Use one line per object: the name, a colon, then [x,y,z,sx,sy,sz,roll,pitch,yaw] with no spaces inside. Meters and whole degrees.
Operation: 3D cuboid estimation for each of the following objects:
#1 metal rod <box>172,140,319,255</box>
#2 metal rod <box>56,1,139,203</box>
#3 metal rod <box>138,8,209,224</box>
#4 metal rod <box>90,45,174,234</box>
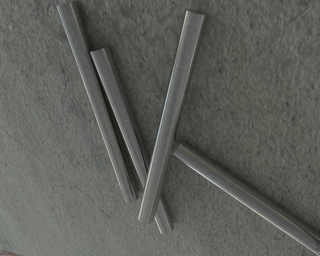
metal rod: [0.147,0.111,0.397,0.301,0.025,0.025,34,129,5]
metal rod: [-0.079,-0.019,0.434,0.025,0.025,0.298,0,119,28]
metal rod: [0.008,0.008,0.388,0.025,0.025,0.298,22,121,15]
metal rod: [-0.032,0.032,0.441,0.025,0.025,0.298,-4,117,30]
